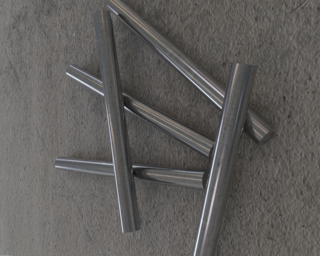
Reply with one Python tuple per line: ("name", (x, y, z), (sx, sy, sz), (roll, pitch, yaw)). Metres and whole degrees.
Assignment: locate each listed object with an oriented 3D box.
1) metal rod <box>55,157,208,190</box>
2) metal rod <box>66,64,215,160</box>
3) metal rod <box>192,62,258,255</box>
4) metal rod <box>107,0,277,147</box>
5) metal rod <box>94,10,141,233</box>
("metal rod", (-0.060, 0.061, 0.454), (0.300, 0.025, 0.025), (-1, 90, 40))
("metal rod", (-0.042, -0.035, 0.439), (0.300, 0.025, 0.025), (30, 109, 36))
("metal rod", (0.059, 0.081, 0.335), (0.025, 0.025, 0.298), (21, 110, 38))
("metal rod", (0.021, -0.087, 0.387), (0.300, 0.025, 0.025), (48, 118, 29))
("metal rod", (-0.059, -0.014, 0.419), (0.025, 0.025, 0.298), (-14, 81, 39))
